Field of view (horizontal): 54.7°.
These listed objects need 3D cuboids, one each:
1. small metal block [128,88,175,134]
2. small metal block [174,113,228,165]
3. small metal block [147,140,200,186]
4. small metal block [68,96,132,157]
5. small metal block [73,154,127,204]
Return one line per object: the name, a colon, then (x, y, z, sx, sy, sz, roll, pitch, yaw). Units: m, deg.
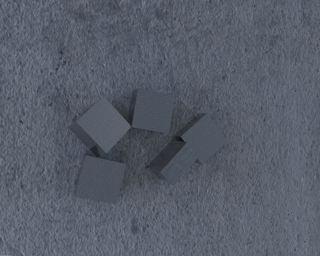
small metal block: (-0.012, -0.021, 0.404, 0.050, 0.025, 0.050, 10, 87, -20)
small metal block: (0.056, 0.015, 0.430, 0.050, 0.025, 0.050, -41, 103, -15)
small metal block: (0.017, 0.044, 0.402, 0.050, 0.050, 0.025, -47, 105, -14)
small metal block: (-0.071, -0.001, 0.373, 0.050, 0.025, 0.050, 49, 53, -13)
small metal block: (-0.074, 0.062, 0.382, 0.050, 0.025, 0.050, 15, 85, -20)
